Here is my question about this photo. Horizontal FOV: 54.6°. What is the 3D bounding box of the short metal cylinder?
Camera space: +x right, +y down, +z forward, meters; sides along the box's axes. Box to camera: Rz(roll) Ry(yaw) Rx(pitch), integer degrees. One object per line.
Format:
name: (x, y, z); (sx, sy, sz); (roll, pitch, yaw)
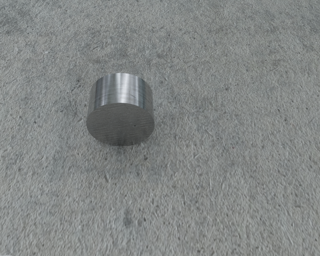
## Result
short metal cylinder: (-0.048, -0.021, 0.385); (0.080, 0.080, 0.050); (-3, 50, -2)
